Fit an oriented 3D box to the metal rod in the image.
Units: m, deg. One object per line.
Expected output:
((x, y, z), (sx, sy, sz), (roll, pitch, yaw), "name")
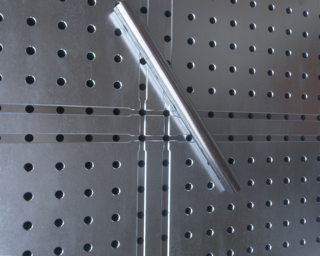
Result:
((0.030, -0.034, 0.424), (0.025, 0.025, 0.299), (-36, 102, -17), "metal rod")
